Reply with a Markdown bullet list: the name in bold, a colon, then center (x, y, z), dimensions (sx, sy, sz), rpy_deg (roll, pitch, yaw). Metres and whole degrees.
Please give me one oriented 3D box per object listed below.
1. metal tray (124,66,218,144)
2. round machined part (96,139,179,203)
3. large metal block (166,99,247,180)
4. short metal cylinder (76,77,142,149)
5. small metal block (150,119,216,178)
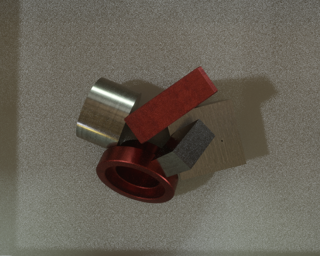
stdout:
- **metal tray**: center (0.010, -0.023, 0.357), dimensions (0.090, 0.130, 0.030), rpy_deg (-35, 91, 0)
- **round machined part**: center (-0.024, 0.051, 0.383), dimensions (0.098, 0.097, 0.042), rpy_deg (20, 55, -1)
- **large metal block**: center (0.054, 0.012, 0.391), dimensions (0.080, 0.050, 0.080), rpy_deg (-14, 95, -1)
- **short metal cylinder**: center (-0.062, -0.016, 0.381), dimensions (0.050, 0.080, 0.080), rpy_deg (23, 90, -1)
- **small metal block**: center (0.024, 0.022, 0.329), dimensions (0.025, 0.050, 0.050), rpy_deg (46, 58, -7)
